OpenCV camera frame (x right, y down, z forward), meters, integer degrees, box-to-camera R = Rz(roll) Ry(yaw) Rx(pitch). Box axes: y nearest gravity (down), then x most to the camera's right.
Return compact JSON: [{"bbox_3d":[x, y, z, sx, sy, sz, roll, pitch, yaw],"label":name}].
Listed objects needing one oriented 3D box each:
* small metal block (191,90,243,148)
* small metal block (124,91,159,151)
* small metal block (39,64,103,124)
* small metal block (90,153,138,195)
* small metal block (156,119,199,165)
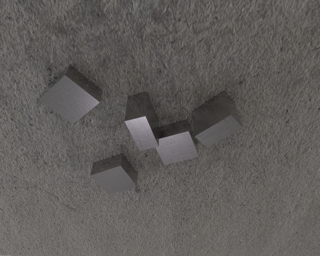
[{"bbox_3d":[0.068,-0.011,0.382,0.050,0.050,0.025,-33,123,25],"label":"small metal block"},{"bbox_3d":[-0.021,-0.008,0.383,0.025,0.050,0.050,-13,129,11],"label":"small metal block"},{"bbox_3d":[-0.106,-0.039,0.372,0.050,0.025,0.050,-35,122,25],"label":"small metal block"},{"bbox_3d":[-0.068,0.070,0.466,0.050,0.025,0.050,-19,128,15],"label":"small metal block"},{"bbox_3d":[0.021,0.020,0.424,0.050,0.025,0.050,-15,129,12],"label":"small metal block"}]
